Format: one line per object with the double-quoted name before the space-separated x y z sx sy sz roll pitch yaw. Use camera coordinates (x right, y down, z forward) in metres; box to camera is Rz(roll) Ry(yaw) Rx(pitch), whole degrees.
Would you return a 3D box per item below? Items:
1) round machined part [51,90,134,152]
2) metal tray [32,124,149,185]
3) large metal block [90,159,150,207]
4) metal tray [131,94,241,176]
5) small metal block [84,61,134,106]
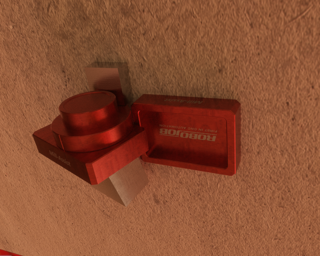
"round machined part" -0.085 -0.014 0.381 0.098 0.098 0.042 6 121 25
"metal tray" -0.091 0.017 0.400 0.130 0.091 0.030 19 128 39
"large metal block" -0.071 0.054 0.437 0.080 0.050 0.080 18 141 39
"metal tray" 0.033 0.007 0.391 0.130 0.030 0.089 6 121 24
"small metal block" -0.066 -0.059 0.405 0.050 0.025 0.050 6 121 24
